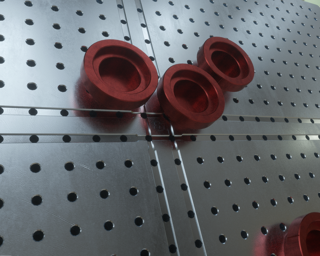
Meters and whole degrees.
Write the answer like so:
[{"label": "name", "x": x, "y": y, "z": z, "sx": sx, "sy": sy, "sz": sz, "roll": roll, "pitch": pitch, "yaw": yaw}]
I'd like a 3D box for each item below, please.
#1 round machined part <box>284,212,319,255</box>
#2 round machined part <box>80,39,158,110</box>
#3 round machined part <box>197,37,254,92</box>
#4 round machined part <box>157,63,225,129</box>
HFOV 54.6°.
[{"label": "round machined part", "x": 0.205, "y": 0.164, "z": 0.406, "sx": 0.099, "sy": 0.042, "sz": 0.098, "roll": 13, "pitch": 56, "yaw": -21}, {"label": "round machined part", "x": -0.055, "y": -0.065, "z": 0.407, "sx": 0.099, "sy": 0.042, "sz": 0.098, "roll": 13, "pitch": 56, "yaw": -21}, {"label": "round machined part", "x": 0.103, "y": -0.099, "z": 0.512, "sx": 0.099, "sy": 0.042, "sz": 0.098, "roll": 13, "pitch": 56, "yaw": -21}, {"label": "round machined part", "x": 0.040, "y": -0.041, "z": 0.443, "sx": 0.099, "sy": 0.042, "sz": 0.098, "roll": 13, "pitch": 56, "yaw": -21}]
